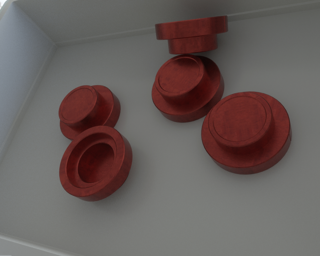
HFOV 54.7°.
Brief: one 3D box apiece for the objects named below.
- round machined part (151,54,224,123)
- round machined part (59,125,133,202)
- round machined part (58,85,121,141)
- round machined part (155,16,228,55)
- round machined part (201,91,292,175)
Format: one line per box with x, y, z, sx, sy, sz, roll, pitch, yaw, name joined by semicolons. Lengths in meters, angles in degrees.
0.032;-0.060;0.414;0.098;0.042;0.098;-13;56;21;round machined part
-0.079;0.049;0.406;0.098;0.042;0.098;-13;56;21;round machined part
-0.113;-0.026;0.470;0.098;0.042;0.098;-13;56;21;round machined part
0.044;-0.128;0.429;0.099;0.042;0.098;-6;18;2;round machined part
0.093;-0.001;0.347;0.098;0.042;0.098;-13;56;21;round machined part
